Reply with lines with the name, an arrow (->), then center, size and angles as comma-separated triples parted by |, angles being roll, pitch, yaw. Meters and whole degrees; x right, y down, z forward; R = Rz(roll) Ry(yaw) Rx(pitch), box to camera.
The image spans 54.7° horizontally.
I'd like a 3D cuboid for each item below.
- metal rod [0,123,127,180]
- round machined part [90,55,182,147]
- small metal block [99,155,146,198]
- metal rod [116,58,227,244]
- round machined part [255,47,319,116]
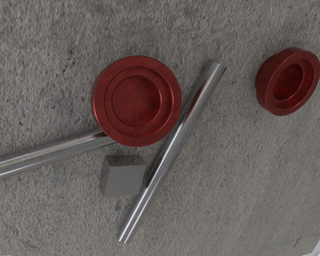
metal rod -> -0.128, 0.029, 0.354 | 0.302, 0.025, 0.025 | -18, 126, -18
round machined part -> -0.029, -0.030, 0.348 | 0.099, 0.042, 0.097 | -4, 100, -21
small metal block -> -0.051, 0.065, 0.419 | 0.050, 0.025, 0.050 | 1, 118, -29
metal rod -> 0.009, 0.044, 0.439 | 0.025, 0.025, 0.298 | 15, 110, -35
round machined part -> 0.179, -0.070, 0.451 | 0.099, 0.042, 0.097 | -14, 124, -21
